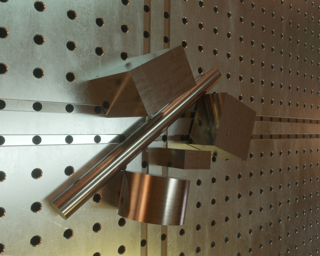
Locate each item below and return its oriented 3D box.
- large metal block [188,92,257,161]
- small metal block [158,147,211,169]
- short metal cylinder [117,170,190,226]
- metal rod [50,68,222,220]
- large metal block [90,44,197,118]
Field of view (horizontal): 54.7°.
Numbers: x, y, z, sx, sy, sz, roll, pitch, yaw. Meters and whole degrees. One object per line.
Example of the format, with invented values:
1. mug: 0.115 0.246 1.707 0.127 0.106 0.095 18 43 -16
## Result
1. large metal block: 0.097 0.000 0.473 0.080 0.050 0.080 25 75 -38
2. small metal block: 0.034 0.042 0.424 0.050 0.050 0.025 7 86 -40
3. short metal cylinder: -0.007 0.081 0.368 0.081 0.080 0.050 15 81 -39
4. metal rod: -0.010 0.002 0.402 0.302 0.025 0.025 -42 116 -32
5. large metal block: -0.019 -0.053 0.360 0.081 0.080 0.050 -35 112 -35
